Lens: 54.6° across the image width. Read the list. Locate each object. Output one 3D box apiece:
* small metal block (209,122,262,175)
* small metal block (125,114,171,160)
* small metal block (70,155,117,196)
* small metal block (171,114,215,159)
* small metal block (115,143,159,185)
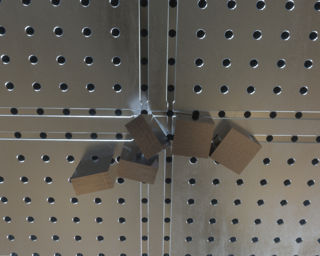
[{"bbox_3d":[0.101,0.028,0.424,0.050,0.025,0.050,31,107,-11],"label":"small metal block"},{"bbox_3d":[-0.013,0.010,0.395,0.025,0.050,0.050,-34,84,12],"label":"small metal block"},{"bbox_3d":[-0.088,0.063,0.423,0.050,0.050,0.025,-12,110,4],"label":"small metal block"},{"bbox_3d":[0.043,0.011,0.418,0.050,0.025,0.050,7,110,-3],"label":"small metal block"},{"bbox_3d":[-0.029,0.047,0.417,0.050,0.050,0.025,14,110,-5],"label":"small metal block"}]
